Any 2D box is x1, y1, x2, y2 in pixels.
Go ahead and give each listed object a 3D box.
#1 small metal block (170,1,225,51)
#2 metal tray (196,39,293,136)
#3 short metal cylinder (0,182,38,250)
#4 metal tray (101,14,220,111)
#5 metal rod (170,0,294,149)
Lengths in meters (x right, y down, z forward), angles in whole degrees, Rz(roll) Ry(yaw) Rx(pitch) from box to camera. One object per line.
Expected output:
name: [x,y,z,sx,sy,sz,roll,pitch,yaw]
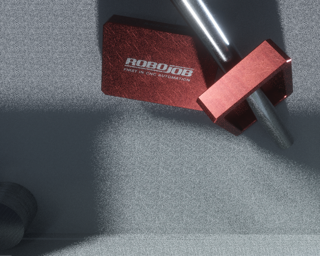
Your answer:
small metal block: [0.043,-0.119,0.368,0.050,0.025,0.050,14,109,-6]
metal tray: [0.101,-0.036,0.347,0.090,0.130,0.030,-41,69,13]
short metal cylinder: [-0.224,0.124,0.441,0.081,0.050,0.079,0,110,-1]
metal tray: [0.000,-0.075,0.364,0.131,0.030,0.089,10,125,0]
metal rod: [0.081,-0.058,0.322,0.025,0.025,0.300,-38,131,13]
